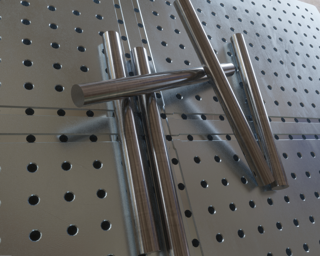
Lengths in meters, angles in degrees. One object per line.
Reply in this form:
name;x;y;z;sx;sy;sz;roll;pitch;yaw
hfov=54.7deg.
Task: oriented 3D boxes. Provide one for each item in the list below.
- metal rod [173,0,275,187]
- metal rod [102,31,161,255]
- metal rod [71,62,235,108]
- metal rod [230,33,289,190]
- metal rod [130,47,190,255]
metal rod;0.092;-0.057;0.457;0.025;0.025;0.299;-21;85;-36
metal rod;-0.042;-0.001;0.387;0.025;0.025;0.299;2;61;-28
metal rod;0.016;-0.067;0.432;0.302;0.025;0.025;-18;71;-44
metal rod;0.162;-0.043;0.524;0.025;0.025;0.299;8;58;-24
metal rod;-0.005;0.019;0.395;0.025;0.025;0.299;3;60;-27
